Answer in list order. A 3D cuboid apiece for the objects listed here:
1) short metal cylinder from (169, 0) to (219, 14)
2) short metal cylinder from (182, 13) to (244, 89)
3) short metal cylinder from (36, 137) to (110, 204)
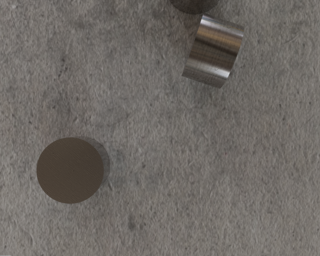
[{"bbox_3d":[0.047,-0.195,0.398,0.081,0.050,0.079,0,90,-1],"label":"short metal cylinder"},{"bbox_3d":[0.064,-0.095,0.383,0.050,0.080,0.080,19,90,-1],"label":"short metal cylinder"},{"bbox_3d":[-0.108,0.051,0.396,0.081,0.050,0.079,0,90,-1],"label":"short metal cylinder"}]
